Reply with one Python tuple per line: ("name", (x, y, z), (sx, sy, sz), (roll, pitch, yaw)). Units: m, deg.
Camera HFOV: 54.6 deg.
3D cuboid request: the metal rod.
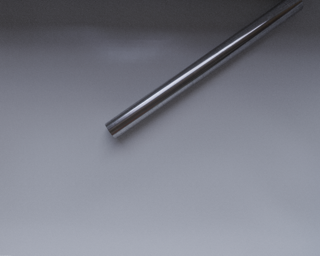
("metal rod", (0.058, -0.081, 0.411), (0.301, 0.025, 0.025), (-35, 90, 0))
